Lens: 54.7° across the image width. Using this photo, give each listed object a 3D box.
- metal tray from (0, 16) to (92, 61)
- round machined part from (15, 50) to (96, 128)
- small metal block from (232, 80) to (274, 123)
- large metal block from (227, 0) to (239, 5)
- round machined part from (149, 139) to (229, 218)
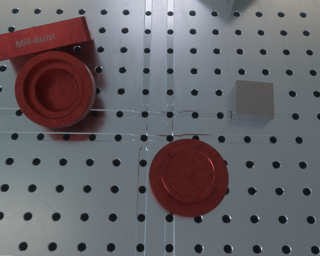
[{"bbox_3d":[-0.160,-0.122,0.421,0.131,0.090,0.030,-15,111,-6],"label":"metal tray"},{"bbox_3d":[-0.133,-0.049,0.409,0.099,0.042,0.097,0,90,1],"label":"round machined part"},{"bbox_3d":[0.127,-0.036,0.426,0.050,0.025,0.050,5,70,2],"label":"small metal block"},{"bbox_3d":[0.119,-0.259,0.494,0.080,0.050,0.080,-41,75,-14],"label":"large metal block"},{"bbox_3d":[0.036,0.059,0.381,0.099,0.042,0.098,0,70,0],"label":"round machined part"}]
